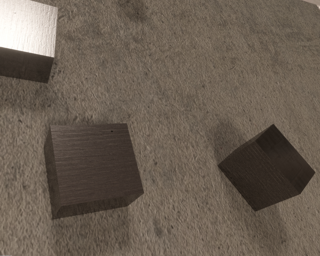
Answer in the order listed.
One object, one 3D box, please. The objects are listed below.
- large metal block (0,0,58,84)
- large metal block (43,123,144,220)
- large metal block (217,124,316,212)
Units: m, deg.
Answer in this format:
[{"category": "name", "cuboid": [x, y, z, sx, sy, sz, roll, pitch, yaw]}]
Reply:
[{"category": "large metal block", "cuboid": [-0.168, -0.106, 0.362, 0.081, 0.050, 0.080, 7, 59, -25]}, {"category": "large metal block", "cuboid": [-0.072, 0.043, 0.324, 0.081, 0.050, 0.080, -2, 63, -30]}, {"category": "large metal block", "cuboid": [0.139, 0.054, 0.412, 0.050, 0.080, 0.080, -32, 80, -38]}]
